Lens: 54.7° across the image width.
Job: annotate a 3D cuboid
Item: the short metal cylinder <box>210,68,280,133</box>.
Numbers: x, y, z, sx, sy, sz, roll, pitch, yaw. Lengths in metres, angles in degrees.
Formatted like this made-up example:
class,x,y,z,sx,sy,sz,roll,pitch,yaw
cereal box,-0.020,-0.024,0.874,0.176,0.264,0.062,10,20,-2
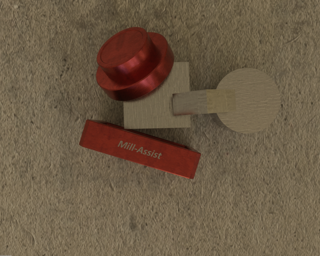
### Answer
class,x,y,z,sx,sy,sz,roll,pitch,yaw
short metal cylinder,0.106,-0.033,0.400,0.081,0.050,0.080,0,90,0

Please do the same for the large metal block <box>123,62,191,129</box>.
class,x,y,z,sx,sy,sz,roll,pitch,yaw
large metal block,-0.004,-0.040,0.400,0.081,0.050,0.080,-1,90,0

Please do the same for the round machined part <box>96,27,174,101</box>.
class,x,y,z,sx,sy,sz,roll,pitch,yaw
round machined part,-0.036,-0.083,0.374,0.098,0.098,0.042,-36,134,0

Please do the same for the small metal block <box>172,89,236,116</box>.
class,x,y,z,sx,sy,sz,roll,pitch,yaw
small metal block,0.051,-0.029,0.353,0.050,0.050,0.025,-6,94,-41

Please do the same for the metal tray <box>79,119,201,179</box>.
class,x,y,z,sx,sy,sz,roll,pitch,yaw
metal tray,-0.022,0.023,0.378,0.131,0.090,0.030,17,90,0
